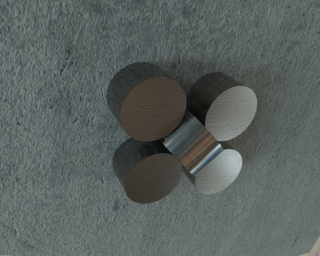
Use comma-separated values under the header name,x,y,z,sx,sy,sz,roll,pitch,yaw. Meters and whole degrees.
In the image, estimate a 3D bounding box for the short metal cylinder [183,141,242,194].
name,x,y,z,sx,sy,sz,roll,pitch,yaw
short metal cylinder,0.075,0.052,0.466,0.081,0.050,0.079,-14,125,-21

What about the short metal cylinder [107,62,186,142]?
name,x,y,z,sx,sy,sz,roll,pitch,yaw
short metal cylinder,-0.016,-0.031,0.364,0.081,0.050,0.079,-14,125,-21

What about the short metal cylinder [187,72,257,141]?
name,x,y,z,sx,sy,sz,roll,pitch,yaw
short metal cylinder,0.082,-0.029,0.419,0.081,0.050,0.079,-14,125,-21

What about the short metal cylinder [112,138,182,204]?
name,x,y,z,sx,sy,sz,roll,pitch,yaw
short metal cylinder,-0.017,0.054,0.416,0.081,0.050,0.079,-14,125,-21

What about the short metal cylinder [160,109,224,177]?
name,x,y,z,sx,sy,sz,roll,pitch,yaw
short metal cylinder,0.037,0.017,0.405,0.050,0.080,0.080,-43,130,1
